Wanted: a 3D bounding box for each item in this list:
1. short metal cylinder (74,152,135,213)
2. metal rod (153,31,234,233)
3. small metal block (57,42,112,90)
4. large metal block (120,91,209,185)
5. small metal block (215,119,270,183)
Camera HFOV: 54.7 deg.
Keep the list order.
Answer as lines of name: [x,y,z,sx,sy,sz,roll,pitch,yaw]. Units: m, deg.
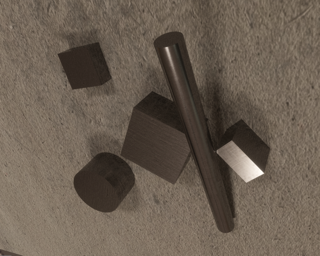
short metal cylinder: [-0.087,0.085,0.487,0.080,0.050,0.079,13,124,20]
metal rod: [0.050,0.034,0.347,0.025,0.025,0.299,2,136,27]
small metal block: [-0.098,-0.081,0.407,0.050,0.025,0.050,-3,117,29]
large metal block: [0.004,0.012,0.395,0.080,0.050,0.079,28,128,10]
small metal block: [0.096,0.025,0.355,0.050,0.050,0.025,45,129,-4]
